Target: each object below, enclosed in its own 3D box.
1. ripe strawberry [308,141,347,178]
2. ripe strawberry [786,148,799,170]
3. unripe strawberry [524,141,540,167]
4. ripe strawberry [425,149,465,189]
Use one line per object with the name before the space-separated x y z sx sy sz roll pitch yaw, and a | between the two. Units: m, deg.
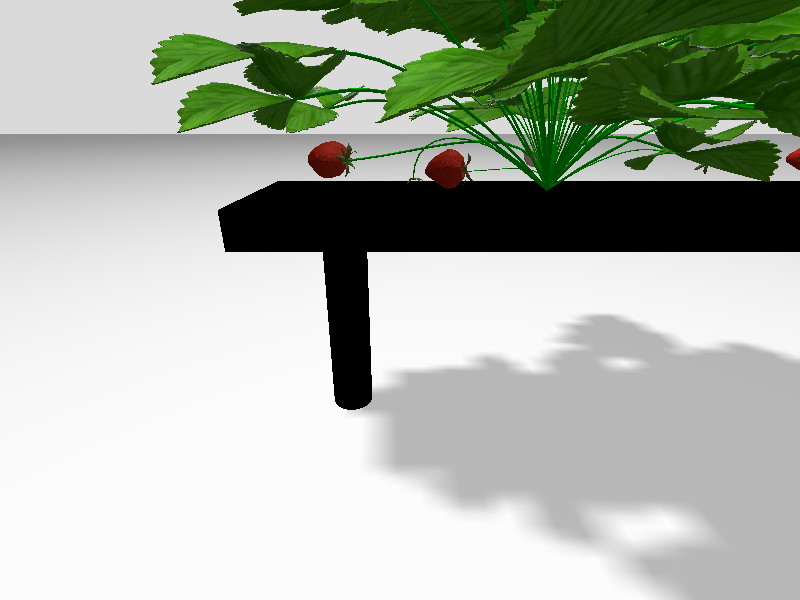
ripe strawberry | -0.072 -0.140 0.401 0.040 0.035 0.040 8 25 19
ripe strawberry | 0.477 -0.169 0.474 0.031 0.028 0.028 -15 27 -30
unripe strawberry | 0.175 -0.184 0.502 0.037 0.032 0.037 6 24 14
ripe strawberry | 0.039 -0.115 0.350 0.034 0.033 0.032 4 24 10
